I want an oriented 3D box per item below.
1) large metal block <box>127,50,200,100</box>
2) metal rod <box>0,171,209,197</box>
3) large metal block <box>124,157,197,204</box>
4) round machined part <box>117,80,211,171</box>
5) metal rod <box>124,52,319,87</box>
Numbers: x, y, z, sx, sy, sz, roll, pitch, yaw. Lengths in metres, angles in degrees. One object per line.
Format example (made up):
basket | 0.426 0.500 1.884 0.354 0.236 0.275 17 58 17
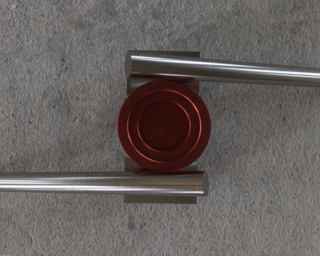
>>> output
large metal block | 0.004 -0.061 0.384 0.081 0.080 0.050 1 90 -1
metal rod | -0.095 0.063 0.354 0.301 0.025 0.025 -4 90 22
large metal block | 0.001 0.059 0.384 0.081 0.080 0.050 1 90 -1
round machined part | 0.004 -0.002 0.344 0.099 0.042 0.097 0 90 -1
metal rod | 0.109 -0.063 0.359 0.303 0.025 0.025 -1 90 -22
